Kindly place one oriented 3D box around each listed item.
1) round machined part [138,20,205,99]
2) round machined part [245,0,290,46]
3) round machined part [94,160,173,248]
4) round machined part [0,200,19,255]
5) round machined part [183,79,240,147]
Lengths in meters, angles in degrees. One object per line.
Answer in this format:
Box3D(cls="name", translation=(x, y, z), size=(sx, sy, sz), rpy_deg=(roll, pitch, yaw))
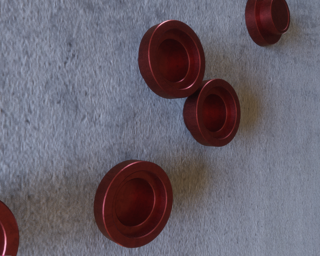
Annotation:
Box3D(cls="round machined part", translation=(0.011, -0.086, 0.405), size=(0.099, 0.042, 0.097), rpy_deg=(0, 90, -40))
Box3D(cls="round machined part", translation=(0.202, -0.202, 0.566), size=(0.099, 0.042, 0.097), rpy_deg=(0, 90, -40))
Box3D(cls="round machined part", translation=(-0.035, 0.086, 0.367), size=(0.099, 0.042, 0.097), rpy_deg=(0, 90, -40))
Box3D(cls="round machined part", translation=(-0.172, 0.095, 0.250), size=(0.099, 0.042, 0.097), rpy_deg=(0, 90, -40))
Box3D(cls="round machined part", translation=(0.072, -0.022, 0.457), size=(0.099, 0.042, 0.097), rpy_deg=(0, 90, -40))
